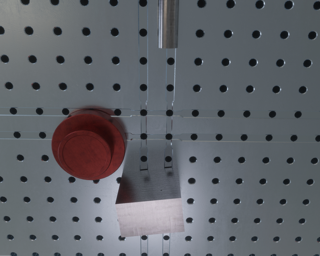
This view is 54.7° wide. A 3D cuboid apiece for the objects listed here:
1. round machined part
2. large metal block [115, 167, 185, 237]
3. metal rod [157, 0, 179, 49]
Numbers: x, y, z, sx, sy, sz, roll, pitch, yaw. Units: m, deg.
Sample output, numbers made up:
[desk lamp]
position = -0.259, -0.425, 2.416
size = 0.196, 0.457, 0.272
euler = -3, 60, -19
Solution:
[round machined part]
position = -0.096, 0.028, 0.414
size = 0.099, 0.042, 0.097
euler = 0, 110, 0
[large metal block]
position = -0.012, 0.098, 0.420
size = 0.080, 0.080, 0.050
euler = -6, 110, 2
[metal rod]
position = 0.011, -0.238, 0.325
size = 0.025, 0.025, 0.298
euler = 1, 110, 0
